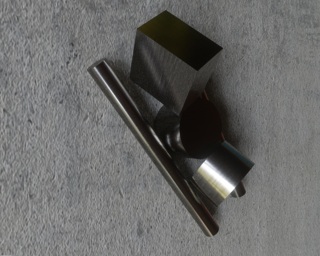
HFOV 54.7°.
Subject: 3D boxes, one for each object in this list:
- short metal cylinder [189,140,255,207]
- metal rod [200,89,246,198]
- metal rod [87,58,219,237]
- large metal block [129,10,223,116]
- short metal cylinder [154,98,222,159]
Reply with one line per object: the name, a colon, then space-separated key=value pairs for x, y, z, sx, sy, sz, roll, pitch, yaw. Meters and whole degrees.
short metal cylinder: x=0.087 y=0.064 z=0.435 sx=0.050 sy=0.080 sz=0.080 roll=41 pitch=55 yaw=15
metal rod: x=0.069 y=-0.018 z=0.463 sx=0.025 sy=0.025 sz=0.299 roll=-40 pitch=114 yaw=-33
metal rod: x=0.004 y=0.042 z=0.408 sx=0.025 sy=0.025 sz=0.299 roll=-48 pitch=119 yaw=-29
large metal block: x=0.015 y=-0.074 z=0.362 sx=0.080 sy=0.080 sz=0.050 roll=38 pitch=58 yaw=13
short metal cylinder: x=0.039 y=0.001 z=0.422 sx=0.081 sy=0.050 sz=0.080 roll=0 pitch=90 yaw=-40
